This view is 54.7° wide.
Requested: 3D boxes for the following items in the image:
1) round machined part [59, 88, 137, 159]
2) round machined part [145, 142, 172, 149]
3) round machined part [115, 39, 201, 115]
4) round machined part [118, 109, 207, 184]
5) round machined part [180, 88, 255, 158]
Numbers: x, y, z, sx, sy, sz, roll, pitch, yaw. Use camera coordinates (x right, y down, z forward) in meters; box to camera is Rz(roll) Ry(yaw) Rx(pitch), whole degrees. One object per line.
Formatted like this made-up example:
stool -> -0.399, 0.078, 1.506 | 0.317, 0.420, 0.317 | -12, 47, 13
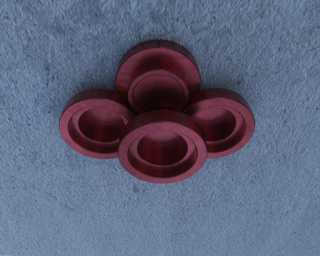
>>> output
round machined part -> -0.071, -0.009, 0.389 | 0.099, 0.042, 0.097 | -1, 130, 0
round machined part -> -0.003, 0.027, 0.421 | 0.099, 0.042, 0.097 | -1, 130, 0
round machined part -> -0.002, -0.048, 0.357 | 0.099, 0.042, 0.097 | -1, 130, 0
round machined part -> 0.003, 0.017, 0.356 | 0.099, 0.042, 0.097 | -1, 131, 0
round machined part -> 0.065, -0.010, 0.390 | 0.099, 0.042, 0.097 | -1, 130, 0
